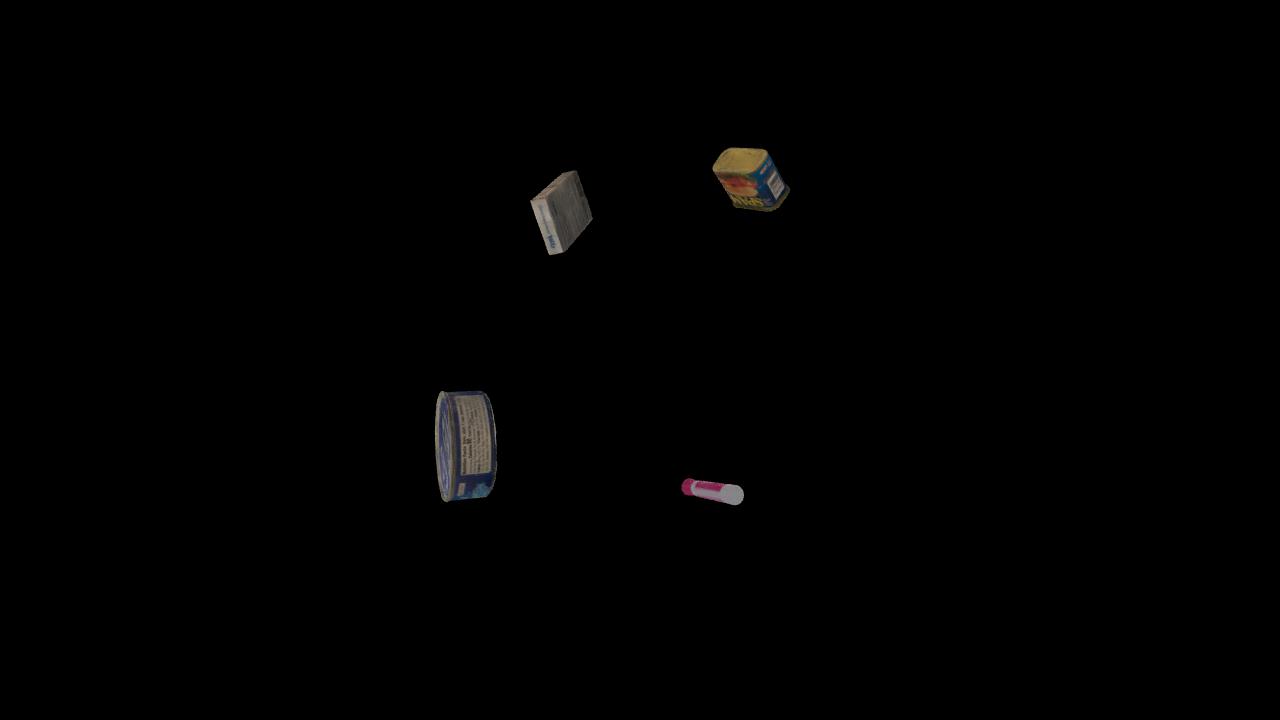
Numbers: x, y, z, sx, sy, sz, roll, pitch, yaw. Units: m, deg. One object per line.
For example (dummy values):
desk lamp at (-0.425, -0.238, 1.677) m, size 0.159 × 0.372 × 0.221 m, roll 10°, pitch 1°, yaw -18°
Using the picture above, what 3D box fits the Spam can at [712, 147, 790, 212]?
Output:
Spam can at (0.178, -0.293, 0.994) m, size 0.101 × 0.058 × 0.085 m, roll 24°, pitch -15°, yaw 46°

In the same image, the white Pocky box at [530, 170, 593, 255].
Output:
white Pocky box at (-0.113, -0.223, 0.918) m, size 0.028 × 0.084 × 0.154 m, roll -8°, pitch 28°, yaw 18°

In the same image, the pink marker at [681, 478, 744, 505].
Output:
pink marker at (0.071, 0.135, 0.634) m, size 0.020 × 0.020 × 0.121 m, roll 0°, pitch -7°, yaw -18°

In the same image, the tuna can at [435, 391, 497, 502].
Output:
tuna can at (-0.135, 0.065, 0.474) m, size 0.034 × 0.084 × 0.084 m, roll -1°, pitch 0°, yaw -26°
